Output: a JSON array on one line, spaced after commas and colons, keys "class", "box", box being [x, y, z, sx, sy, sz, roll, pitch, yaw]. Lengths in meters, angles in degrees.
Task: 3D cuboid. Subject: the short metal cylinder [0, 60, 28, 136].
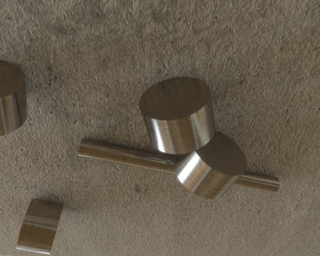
[{"class": "short metal cylinder", "box": [-0.190, -0.034, 0.340, 0.081, 0.080, 0.050, 9, 130, -8]}]

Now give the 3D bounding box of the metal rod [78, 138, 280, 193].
[{"class": "metal rod", "box": [0.035, 0.057, 0.456, 0.302, 0.025, 0.025, 12, 129, -11]}]

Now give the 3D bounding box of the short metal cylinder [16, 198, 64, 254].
[{"class": "short metal cylinder", "box": [-0.194, 0.160, 0.505, 0.050, 0.080, 0.079, 16, 128, -13]}]

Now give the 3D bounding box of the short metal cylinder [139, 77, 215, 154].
[{"class": "short metal cylinder", "box": [0.021, -0.016, 0.358, 0.080, 0.080, 0.050, -9, 130, 8]}]

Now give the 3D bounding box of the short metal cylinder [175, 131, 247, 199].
[{"class": "short metal cylinder", "box": [0.067, 0.046, 0.411, 0.081, 0.080, 0.050, 19, 128, -15]}]
